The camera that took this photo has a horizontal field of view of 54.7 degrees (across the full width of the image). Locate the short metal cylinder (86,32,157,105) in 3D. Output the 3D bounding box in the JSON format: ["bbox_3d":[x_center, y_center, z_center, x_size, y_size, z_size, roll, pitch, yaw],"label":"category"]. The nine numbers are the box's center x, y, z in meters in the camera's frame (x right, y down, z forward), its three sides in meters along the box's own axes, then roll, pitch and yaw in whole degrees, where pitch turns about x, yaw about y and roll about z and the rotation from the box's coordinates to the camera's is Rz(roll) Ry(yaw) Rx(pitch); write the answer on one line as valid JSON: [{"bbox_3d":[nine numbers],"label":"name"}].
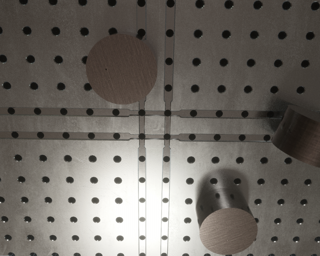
[{"bbox_3d":[-0.043,-0.073,0.372,0.081,0.050,0.079,0,110,-1],"label":"short metal cylinder"}]

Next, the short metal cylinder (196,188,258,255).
[{"bbox_3d":[0.095,0.135,0.451,0.081,0.050,0.079,0,110,-1],"label":"short metal cylinder"}]

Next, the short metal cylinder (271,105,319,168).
[{"bbox_3d":[0.190,0.009,0.390,0.080,0.080,0.050,16,109,-6],"label":"short metal cylinder"}]
